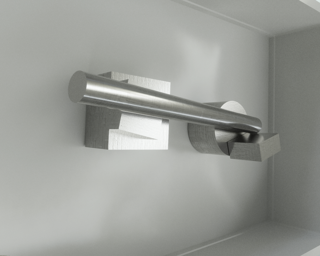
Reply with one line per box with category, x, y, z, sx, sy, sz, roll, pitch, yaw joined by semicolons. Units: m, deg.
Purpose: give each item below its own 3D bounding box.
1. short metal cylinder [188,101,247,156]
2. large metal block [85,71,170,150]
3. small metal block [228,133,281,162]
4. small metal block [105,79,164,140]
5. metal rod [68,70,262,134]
short metal cylinder;0.089;0.000;0.465;0.081;0.050;0.079;0;90;-40
large metal block;-0.036;-0.016;0.358;0.081;0.050;0.080;3;88;-40
small metal block;0.133;0.026;0.436;0.050;0.050;0.025;-19;102;-39
small metal block;-0.024;-0.017;0.321;0.050;0.025;0.050;17;79;-39
metal rod;0.038;-0.017;0.347;0.302;0.025;0.025;8;85;-48
